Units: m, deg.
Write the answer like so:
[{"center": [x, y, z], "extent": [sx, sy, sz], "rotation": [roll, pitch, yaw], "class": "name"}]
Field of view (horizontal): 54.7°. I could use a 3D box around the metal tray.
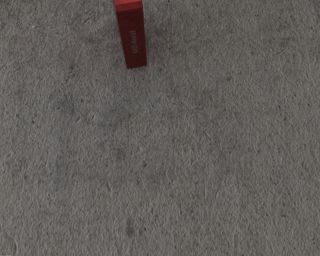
[{"center": [-0.043, -0.149, 0.407], "extent": [0.030, 0.130, 0.090], "rotation": [-12, 71, -4], "class": "metal tray"}]
